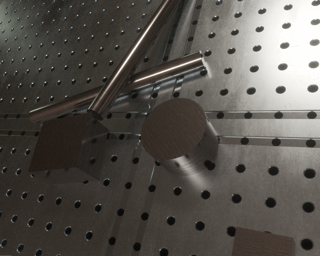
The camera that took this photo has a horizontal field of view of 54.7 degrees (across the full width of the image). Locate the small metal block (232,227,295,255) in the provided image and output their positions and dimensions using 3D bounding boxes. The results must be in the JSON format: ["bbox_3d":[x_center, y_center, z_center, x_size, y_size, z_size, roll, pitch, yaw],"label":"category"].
[{"bbox_3d":[0.093,0.123,0.283,0.050,0.025,0.050,3,63,29],"label":"small metal block"}]

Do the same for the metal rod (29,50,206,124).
[{"bbox_3d":[-0.077,-0.058,0.482,0.301,0.025,0.025,-16,55,18],"label":"metal rod"}]

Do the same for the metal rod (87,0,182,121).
[{"bbox_3d":[-0.022,-0.137,0.479,0.025,0.025,0.300,12,60,33],"label":"metal rod"}]

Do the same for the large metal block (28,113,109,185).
[{"bbox_3d":[-0.127,0.031,0.438,0.080,0.050,0.080,-9,58,23],"label":"large metal block"}]

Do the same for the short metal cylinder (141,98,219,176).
[{"bbox_3d":[0.024,0.011,0.372,0.080,0.050,0.080,-13,56,20],"label":"short metal cylinder"}]
